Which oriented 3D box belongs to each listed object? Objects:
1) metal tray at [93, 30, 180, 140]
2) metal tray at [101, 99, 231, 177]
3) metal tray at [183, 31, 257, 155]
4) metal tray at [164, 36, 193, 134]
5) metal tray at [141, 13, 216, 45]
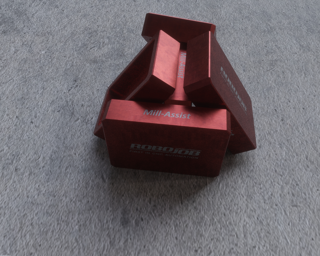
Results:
[{"bbox_3d":[-0.030,-0.047,0.381,0.030,0.129,0.090,30,46,-24],"label":"metal tray"},{"bbox_3d":[0.007,0.014,0.350,0.131,0.089,0.030,5,51,4],"label":"metal tray"},{"bbox_3d":[0.076,-0.039,0.374,0.030,0.130,0.090,-19,44,29],"label":"metal tray"},{"bbox_3d":[0.026,-0.047,0.401,0.030,0.089,0.130,6,50,4],"label":"metal tray"},{"bbox_3d":[0.034,-0.123,0.448,0.090,0.130,0.030,14,93,11],"label":"metal tray"}]
